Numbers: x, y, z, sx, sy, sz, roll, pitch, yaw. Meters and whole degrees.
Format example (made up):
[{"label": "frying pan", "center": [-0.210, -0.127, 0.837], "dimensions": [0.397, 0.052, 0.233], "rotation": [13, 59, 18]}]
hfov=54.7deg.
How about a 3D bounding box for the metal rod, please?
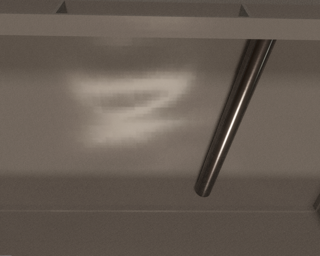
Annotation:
[{"label": "metal rod", "center": [0.093, -0.011, 0.400], "dimensions": [0.025, 0.025, 0.298], "rotation": [7, 130, -6]}]
